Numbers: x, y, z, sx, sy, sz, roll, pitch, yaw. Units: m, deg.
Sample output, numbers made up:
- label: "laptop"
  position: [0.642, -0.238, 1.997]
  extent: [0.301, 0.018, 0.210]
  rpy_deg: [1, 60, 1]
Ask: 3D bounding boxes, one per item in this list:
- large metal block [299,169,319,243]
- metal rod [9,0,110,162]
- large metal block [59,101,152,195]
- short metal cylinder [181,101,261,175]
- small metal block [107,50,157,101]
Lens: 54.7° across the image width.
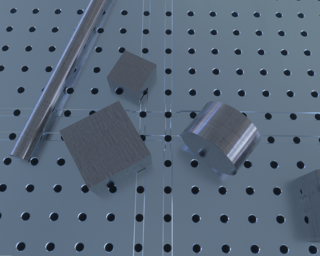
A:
- label: "large metal block"
  position: [0.223, 0.092, 0.368]
  extent: [0.081, 0.050, 0.080]
  rpy_deg: [-2, 70, -1]
- label: "metal rod"
  position: [-0.132, -0.094, 0.444]
  extent: [0.025, 0.025, 0.299]
  rpy_deg: [18, 71, 6]
- label: "large metal block"
  position: [-0.066, 0.025, 0.388]
  extent: [0.080, 0.050, 0.080]
  rpy_deg: [-29, 73, -10]
- label: "short metal cylinder"
  position: [0.073, 0.013, 0.379]
  extent: [0.080, 0.080, 0.050]
  rpy_deg: [37, 74, 12]
- label: "small metal block"
  position: [-0.039, -0.075, 0.439]
  extent: [0.050, 0.025, 0.050]
  rpy_deg: [26, 72, 9]
